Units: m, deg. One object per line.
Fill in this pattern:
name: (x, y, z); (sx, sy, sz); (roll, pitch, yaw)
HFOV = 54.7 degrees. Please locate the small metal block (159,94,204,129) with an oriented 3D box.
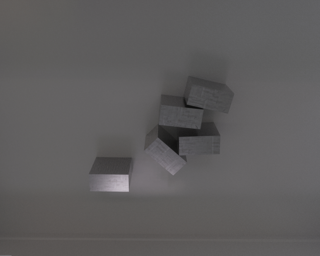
small metal block: (0.025, -0.021, 0.390); (0.050, 0.050, 0.025); (6, 110, -3)

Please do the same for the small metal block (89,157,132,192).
small metal block: (-0.065, 0.062, 0.420); (0.050, 0.050, 0.025); (1, 110, -1)

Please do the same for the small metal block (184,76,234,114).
small metal block: (0.059, -0.042, 0.383); (0.050, 0.050, 0.025); (12, 110, -5)

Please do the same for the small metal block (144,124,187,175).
small metal block: (0.007, 0.027, 0.408); (0.050, 0.050, 0.025); (41, 105, -14)

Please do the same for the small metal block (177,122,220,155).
small metal block: (0.049, 0.013, 0.403); (0.050, 0.050, 0.025); (-2, 110, 0)
